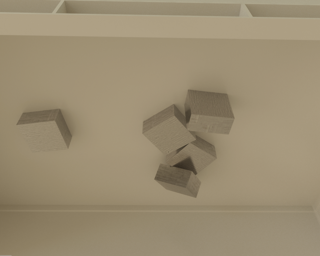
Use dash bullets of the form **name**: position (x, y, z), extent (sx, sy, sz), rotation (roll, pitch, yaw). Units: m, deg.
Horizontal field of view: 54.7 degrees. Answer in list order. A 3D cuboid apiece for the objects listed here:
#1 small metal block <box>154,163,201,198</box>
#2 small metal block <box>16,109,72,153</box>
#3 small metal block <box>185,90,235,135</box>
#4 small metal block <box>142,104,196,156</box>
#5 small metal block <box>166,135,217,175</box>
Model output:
- **small metal block**: position (0.027, 0.077, 0.453), extent (0.050, 0.025, 0.050), rotation (10, 158, 28)
- **small metal block**: position (-0.152, 0.004, 0.411), extent (0.050, 0.025, 0.050), rotation (-6, 130, 5)
- **small metal block**: position (0.058, -0.020, 0.377), extent (0.050, 0.050, 0.025), rotation (6, 130, -5)
- **small metal block**: position (0.012, 0.003, 0.412), extent (0.050, 0.025, 0.050), rotation (-30, 124, 22)
- **small metal block**: position (0.044, 0.038, 0.442), extent (0.050, 0.025, 0.050), rotation (30, 124, -24)
